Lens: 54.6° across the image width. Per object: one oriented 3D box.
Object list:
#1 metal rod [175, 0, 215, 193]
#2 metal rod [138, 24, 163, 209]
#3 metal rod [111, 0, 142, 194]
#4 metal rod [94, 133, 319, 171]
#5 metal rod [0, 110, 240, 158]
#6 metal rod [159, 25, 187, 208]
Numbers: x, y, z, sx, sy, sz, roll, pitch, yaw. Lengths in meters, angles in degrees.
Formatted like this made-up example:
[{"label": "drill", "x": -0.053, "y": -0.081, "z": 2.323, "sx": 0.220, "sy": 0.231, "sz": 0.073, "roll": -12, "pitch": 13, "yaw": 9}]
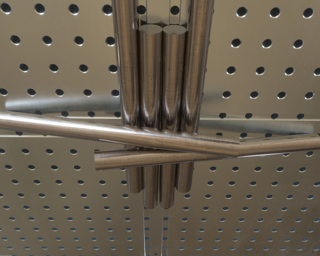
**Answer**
[{"label": "metal rod", "x": 0.039, "y": -0.021, "z": 0.392, "sx": 0.025, "sy": 0.025, "sz": 0.298, "roll": 1, "pitch": 130, "yaw": -1}, {"label": "metal rod", "x": -0.013, "y": 0.011, "z": 0.419, "sx": 0.025, "sy": 0.025, "sz": 0.298, "roll": 1, "pitch": 130, "yaw": -1}, {"label": "metal rod", "x": -0.037, "y": -0.020, "z": 0.393, "sx": 0.025, "sy": 0.025, "sz": 0.298, "roll": 1, "pitch": 130, "yaw": -1}, {"label": "metal rod", "x": 0.068, "y": 0.030, "z": 0.411, "sx": 0.302, "sy": 0.025, "sz": 0.025, "roll": -4, "pitch": 131, "yaw": -8}, {"label": "metal rod", "x": -0.056, "y": 0.007, "z": 0.386, "sx": 0.301, "sy": 0.025, "sz": 0.025, "roll": 7, "pitch": 131, "yaw": 6}, {"label": "metal rod", "x": 0.013, "y": 0.010, "z": 0.422, "sx": 0.025, "sy": 0.025, "sz": 0.298, "roll": 1, "pitch": 130, "yaw": -1}]
